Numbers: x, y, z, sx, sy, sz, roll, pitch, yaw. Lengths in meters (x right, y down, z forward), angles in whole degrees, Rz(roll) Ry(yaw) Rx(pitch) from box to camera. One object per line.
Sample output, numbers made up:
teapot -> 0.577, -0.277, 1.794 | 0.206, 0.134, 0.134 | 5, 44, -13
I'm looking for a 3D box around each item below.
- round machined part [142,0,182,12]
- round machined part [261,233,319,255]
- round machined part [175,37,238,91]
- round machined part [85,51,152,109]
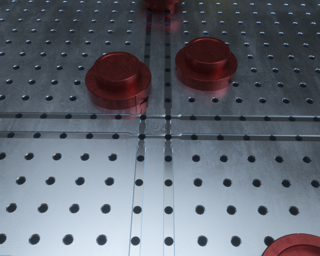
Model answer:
round machined part -> 0.004, -0.272, 0.625 | 0.099, 0.042, 0.098 | 0, 50, 0
round machined part -> 0.130, 0.149, 0.273 | 0.099, 0.042, 0.098 | 0, 50, 0
round machined part -> 0.073, -0.107, 0.487 | 0.099, 0.042, 0.098 | 0, 50, 0
round machined part -> -0.062, -0.077, 0.460 | 0.099, 0.042, 0.098 | 0, 50, 0
